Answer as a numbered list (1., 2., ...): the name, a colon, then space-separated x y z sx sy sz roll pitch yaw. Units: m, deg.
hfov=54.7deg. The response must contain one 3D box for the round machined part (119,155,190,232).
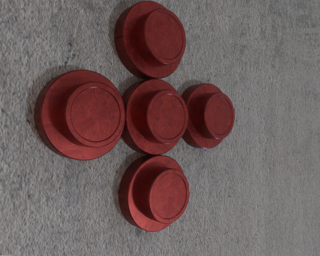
1. round machined part: 0.000 0.084 0.397 0.099 0.042 0.097 0 90 -40

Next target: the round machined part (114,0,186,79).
1. round machined part: -0.005 -0.112 0.393 0.099 0.042 0.097 0 90 -40

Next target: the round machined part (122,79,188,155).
1. round machined part: -0.002 -0.014 0.395 0.099 0.042 0.097 0 90 -40

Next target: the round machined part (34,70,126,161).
1. round machined part: -0.078 -0.014 0.332 0.099 0.042 0.097 0 90 -40

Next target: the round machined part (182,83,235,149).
1. round machined part: 0.074 -0.018 0.459 0.099 0.042 0.097 0 90 -40
